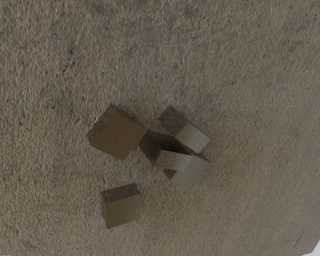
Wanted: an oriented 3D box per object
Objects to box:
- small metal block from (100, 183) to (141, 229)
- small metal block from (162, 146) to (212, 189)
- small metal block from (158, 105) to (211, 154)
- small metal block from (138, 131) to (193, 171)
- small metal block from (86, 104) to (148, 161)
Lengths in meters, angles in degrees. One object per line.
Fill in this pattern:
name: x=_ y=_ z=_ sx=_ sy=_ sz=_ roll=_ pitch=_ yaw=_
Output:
small metal block: x=-0.056 y=0.112 z=0.445 sx=0.050 sy=0.025 sz=0.050 roll=-11 pitch=123 yaw=-22
small metal block: x=0.041 y=0.059 z=0.465 sx=0.050 sy=0.025 sz=0.050 roll=27 pitch=104 yaw=-38
small metal block: x=0.032 y=0.001 z=0.409 sx=0.025 sy=0.050 sz=0.050 roll=-50 pitch=129 yaw=7
small metal block: x=0.007 y=0.030 z=0.413 sx=0.050 sy=0.050 sz=0.025 roll=14 pitch=111 yaw=-34
small metal block: x=-0.053 y=0.006 z=0.382 sx=0.050 sy=0.025 sz=0.050 roll=32 pitch=100 yaw=-38
